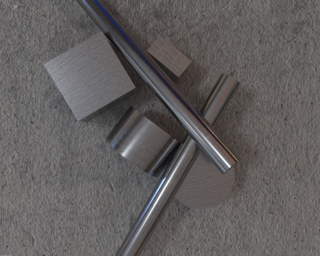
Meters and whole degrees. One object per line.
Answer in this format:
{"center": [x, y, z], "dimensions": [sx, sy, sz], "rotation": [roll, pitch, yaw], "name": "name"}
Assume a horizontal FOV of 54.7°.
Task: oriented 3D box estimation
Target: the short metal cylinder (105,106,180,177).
{"center": [-0.019, 0.016, 0.382], "dimensions": [0.080, 0.080, 0.050], "rotation": [37, 90, 0], "name": "short metal cylinder"}

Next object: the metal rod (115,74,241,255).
{"center": [0.007, 0.072, 0.360], "dimensions": [0.025, 0.025, 0.299], "rotation": [30, 90, 0], "name": "metal rod"}

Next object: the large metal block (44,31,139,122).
{"center": [-0.084, -0.063, 0.397], "dimensions": [0.080, 0.050, 0.080], "rotation": [-31, 90, 0], "name": "large metal block"}

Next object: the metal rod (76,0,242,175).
{"center": [-0.016, -0.071, 0.364], "dimensions": [0.025, 0.025, 0.300], "rotation": [-39, 72, 0], "name": "metal rod"}

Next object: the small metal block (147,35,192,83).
{"center": [0.011, -0.087, 0.398], "dimensions": [0.050, 0.050, 0.025], "rotation": [40, 90, 0], "name": "small metal block"}

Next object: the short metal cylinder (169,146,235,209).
{"center": [0.050, 0.058, 0.398], "dimensions": [0.081, 0.050, 0.080], "rotation": [0, 90, 0], "name": "short metal cylinder"}
